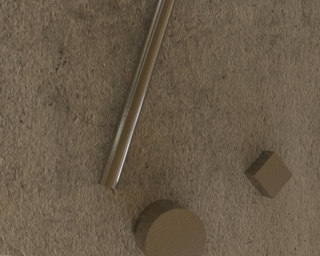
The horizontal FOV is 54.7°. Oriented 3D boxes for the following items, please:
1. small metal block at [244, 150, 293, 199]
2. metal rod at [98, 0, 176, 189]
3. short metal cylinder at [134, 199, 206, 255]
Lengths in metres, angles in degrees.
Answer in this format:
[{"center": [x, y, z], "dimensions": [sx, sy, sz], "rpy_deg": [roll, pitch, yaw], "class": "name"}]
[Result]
[{"center": [0.165, 0.070, 0.470], "dimensions": [0.050, 0.025, 0.050], "rpy_deg": [-45, 104, -15], "class": "small metal block"}, {"center": [-0.022, -0.070, 0.400], "dimensions": [0.025, 0.025, 0.299], "rpy_deg": [19, 84, -19], "class": "metal rod"}, {"center": [0.012, 0.138, 0.400], "dimensions": [0.081, 0.050, 0.079], "rpy_deg": [0, 90, -20], "class": "short metal cylinder"}]
